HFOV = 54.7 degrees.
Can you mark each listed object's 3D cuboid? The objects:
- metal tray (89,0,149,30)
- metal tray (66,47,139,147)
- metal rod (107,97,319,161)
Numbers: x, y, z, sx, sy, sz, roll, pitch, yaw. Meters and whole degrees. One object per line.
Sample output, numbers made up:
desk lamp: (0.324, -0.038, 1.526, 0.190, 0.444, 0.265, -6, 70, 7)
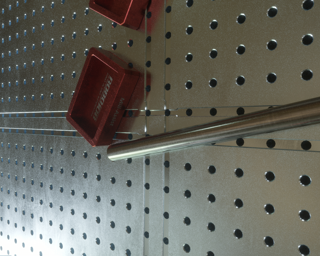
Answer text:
metal tray: (-0.046, -0.219, 0.441, 0.090, 0.030, 0.129, 38, 113, 33)
metal tray: (-0.093, -0.047, 0.479, 0.090, 0.030, 0.129, 39, 113, 33)
metal rod: (0.044, 0.009, 0.371, 0.300, 0.025, 0.025, -14, 81, 38)
